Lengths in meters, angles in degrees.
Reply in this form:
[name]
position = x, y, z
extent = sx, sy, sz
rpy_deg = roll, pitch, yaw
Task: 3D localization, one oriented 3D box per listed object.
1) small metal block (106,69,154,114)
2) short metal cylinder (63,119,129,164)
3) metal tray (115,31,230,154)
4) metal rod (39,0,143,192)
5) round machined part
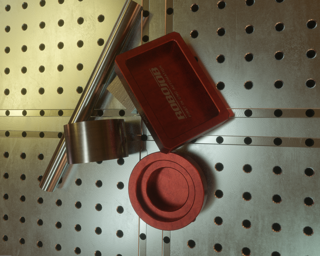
[small metal block]
position = -0.036, -0.055, 0.424
extent = 0.050, 0.025, 0.050
rpy_deg = 45, 104, 14
[short metal cylinder]
position = -0.084, 0.018, 0.412
extent = 0.080, 0.080, 0.050
rpy_deg = -7, 88, 19
[metal tray]
position = 0.013, -0.045, 0.382
extent = 0.091, 0.030, 0.130
rpy_deg = -27, 80, -15
[metal rod]
position = -0.103, -0.040, 0.447
extent = 0.025, 0.025, 0.298
rpy_deg = 31, 100, 17
[round machined part]
position = 0.013, 0.077, 0.398
extent = 0.098, 0.042, 0.097
rpy_deg = 0, 90, 19
